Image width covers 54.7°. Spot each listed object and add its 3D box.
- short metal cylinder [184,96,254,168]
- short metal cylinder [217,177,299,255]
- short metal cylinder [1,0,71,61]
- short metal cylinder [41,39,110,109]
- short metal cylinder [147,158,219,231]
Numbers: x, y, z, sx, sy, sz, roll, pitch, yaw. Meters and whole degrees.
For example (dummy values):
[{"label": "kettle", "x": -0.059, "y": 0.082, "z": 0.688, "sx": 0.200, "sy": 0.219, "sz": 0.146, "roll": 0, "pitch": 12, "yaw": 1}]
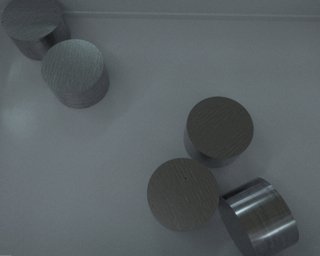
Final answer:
[{"label": "short metal cylinder", "x": 0.072, "y": 0.007, "z": 0.395, "sx": 0.081, "sy": 0.050, "sz": 0.080, "roll": 0, "pitch": 70, "yaw": 0}, {"label": "short metal cylinder", "x": 0.106, "y": 0.102, "z": 0.345, "sx": 0.050, "sy": 0.080, "sz": 0.080, "roll": -24, "pitch": 72, "yaw": -9}, {"label": "short metal cylinder", "x": -0.176, "y": -0.145, "z": 0.447, "sx": 0.081, "sy": 0.050, "sz": 0.080, "roll": 0, "pitch": 70, "yaw": 0}, {"label": "short metal cylinder", "x": -0.113, "y": -0.072, "z": 0.421, "sx": 0.081, "sy": 0.050, "sz": 0.080, "roll": 0, "pitch": 70, "yaw": 0}, {"label": "short metal cylinder", "x": 0.026, "y": 0.080, "z": 0.367, "sx": 0.081, "sy": 0.050, "sz": 0.080, "roll": 0, "pitch": 70, "yaw": 0}]
